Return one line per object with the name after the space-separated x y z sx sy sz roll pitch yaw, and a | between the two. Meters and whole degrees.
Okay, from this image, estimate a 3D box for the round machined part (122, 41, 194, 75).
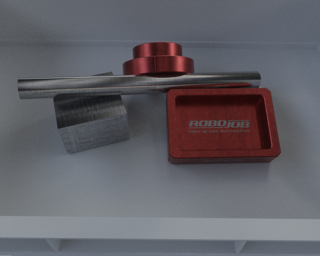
-0.003 -0.090 0.429 0.099 0.098 0.042 -3 91 -3 | round machined part

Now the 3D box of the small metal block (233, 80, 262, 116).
0.118 -0.045 0.442 0.050 0.025 0.050 -9 51 -8 | small metal block

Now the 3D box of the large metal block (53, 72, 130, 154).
-0.090 -0.022 0.403 0.081 0.050 0.080 -14 52 -12 | large metal block

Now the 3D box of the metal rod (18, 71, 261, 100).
-0.014 -0.056 0.391 0.302 0.025 0.025 -4 50 -13 | metal rod

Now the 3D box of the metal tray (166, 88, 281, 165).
0.074 -0.003 0.385 0.131 0.030 0.090 -1 69 -2 | metal tray
